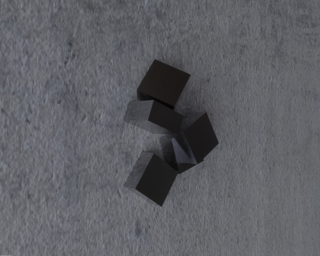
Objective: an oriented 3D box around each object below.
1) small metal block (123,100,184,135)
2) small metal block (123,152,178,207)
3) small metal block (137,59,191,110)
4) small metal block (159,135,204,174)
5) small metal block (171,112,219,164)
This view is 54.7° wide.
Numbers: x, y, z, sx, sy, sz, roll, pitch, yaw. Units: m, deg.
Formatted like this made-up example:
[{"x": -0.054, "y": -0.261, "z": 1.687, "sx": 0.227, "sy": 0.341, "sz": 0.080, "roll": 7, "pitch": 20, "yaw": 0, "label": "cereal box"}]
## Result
[{"x": -0.008, "y": -0.012, "z": 0.383, "sx": 0.050, "sy": 0.050, "sz": 0.025, "roll": 25, "pitch": 75, "yaw": -38, "label": "small metal block"}, {"x": -0.011, "y": 0.066, "z": 0.398, "sx": 0.050, "sy": 0.025, "sz": 0.050, "roll": 42, "pitch": 64, "yaw": -32, "label": "small metal block"}, {"x": 0.005, "y": -0.052, "z": 0.393, "sx": 0.050, "sy": 0.025, "sz": 0.050, "roll": 25, "pitch": 68, "yaw": 6, "label": "small metal block"}, {"x": 0.031, "y": 0.030, "z": 0.433, "sx": 0.050, "sy": 0.025, "sz": 0.050, "roll": -22, "pitch": 104, "yaw": -38, "label": "small metal block"}, {"x": 0.047, "y": 0.013, "z": 0.414, "sx": 0.050, "sy": 0.025, "sz": 0.050, "roll": -39, "pitch": 114, "yaw": -34, "label": "small metal block"}]
